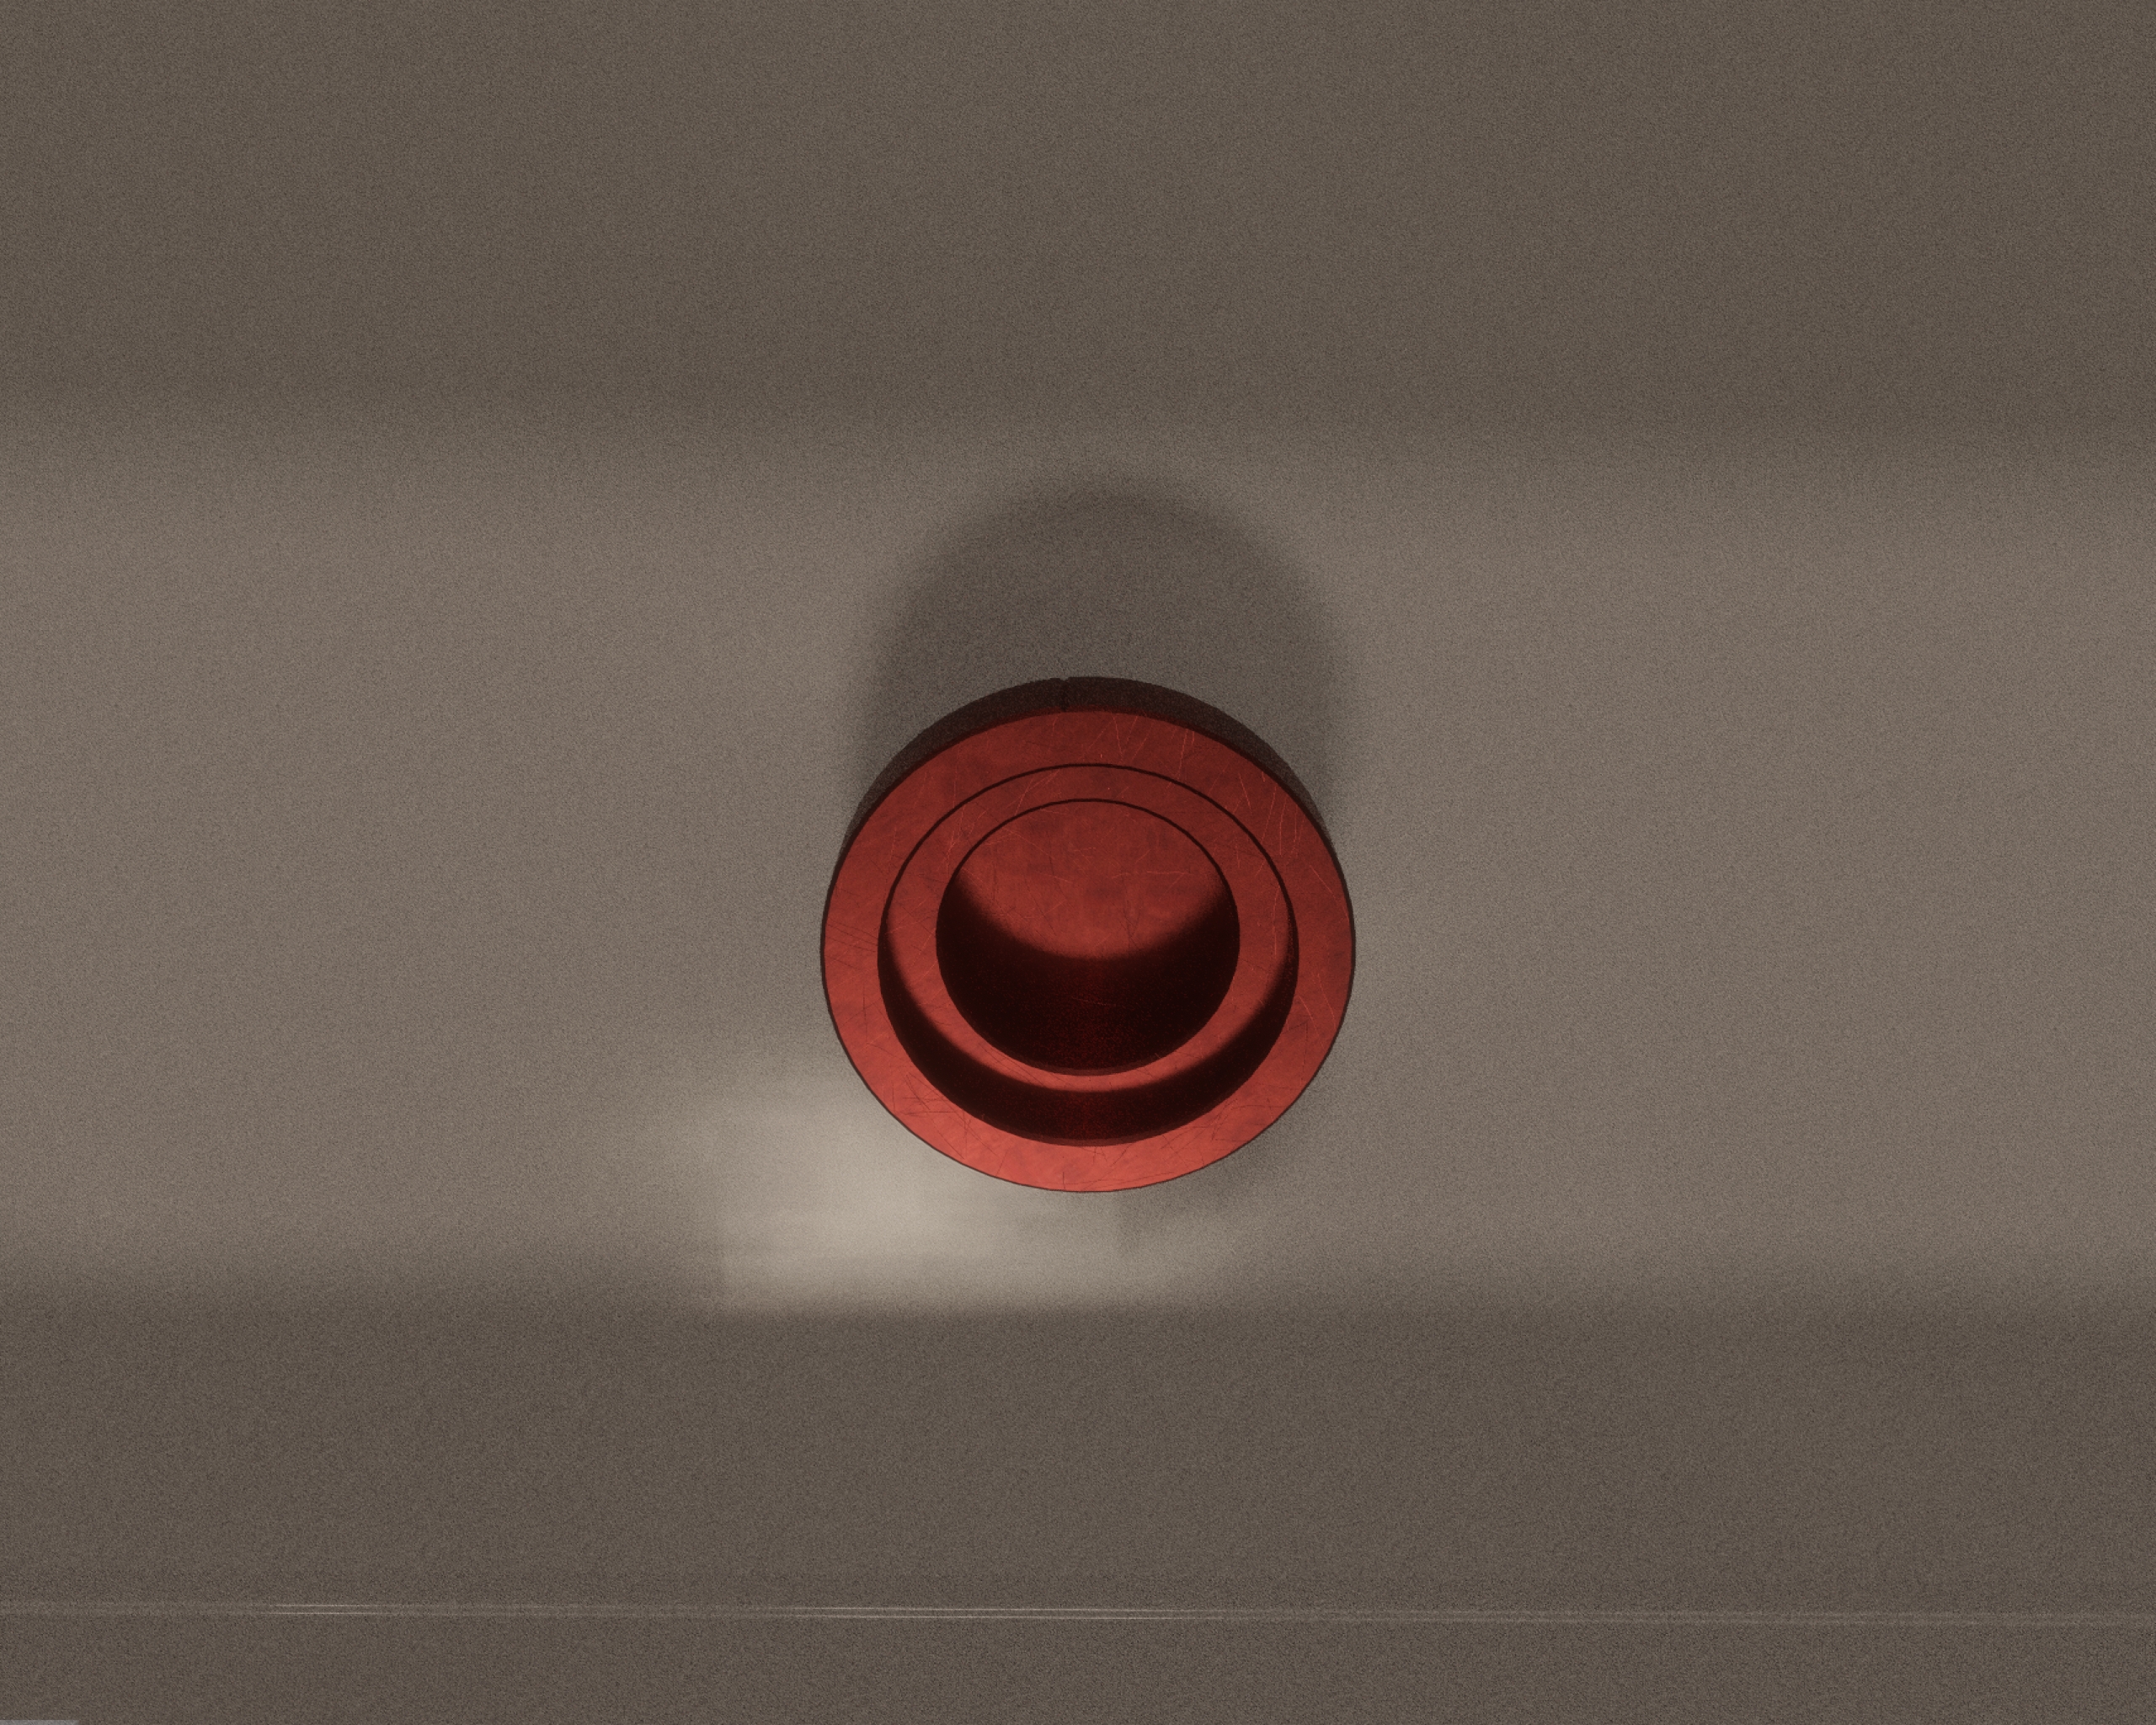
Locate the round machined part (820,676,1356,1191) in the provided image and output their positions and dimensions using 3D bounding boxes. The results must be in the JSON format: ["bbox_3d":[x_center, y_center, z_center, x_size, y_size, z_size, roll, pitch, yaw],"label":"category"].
[{"bbox_3d":[0.002,0.011,0.402,0.099,0.042,0.097,0,110,-1],"label":"round machined part"}]
